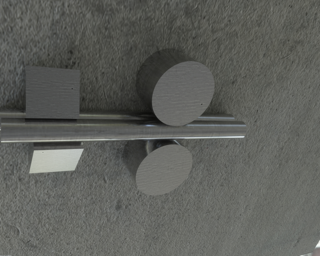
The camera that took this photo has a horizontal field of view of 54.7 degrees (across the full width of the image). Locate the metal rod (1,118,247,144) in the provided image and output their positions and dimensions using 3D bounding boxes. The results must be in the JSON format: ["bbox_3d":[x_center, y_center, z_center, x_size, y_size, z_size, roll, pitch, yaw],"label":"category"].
[{"bbox_3d":[-0.019,0.002,0.367,0.303,0.025,0.025,0,119,-28],"label":"metal rod"}]

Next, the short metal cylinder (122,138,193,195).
[{"bbox_3d":[-0.004,0.043,0.417,0.081,0.050,0.079,-14,124,-21],"label":"short metal cylinder"}]

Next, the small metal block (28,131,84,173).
[{"bbox_3d":[-0.118,0.026,0.347,0.050,0.025,0.050,0,145,-29],"label":"small metal block"}]

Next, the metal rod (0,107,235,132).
[{"bbox_3d":[-0.030,-0.009,0.386,0.303,0.025,0.025,0,119,-29],"label":"metal rod"}]

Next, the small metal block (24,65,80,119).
[{"bbox_3d":[-0.110,-0.034,0.315,0.050,0.025,0.050,0,91,-28],"label":"small metal block"}]

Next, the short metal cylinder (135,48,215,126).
[{"bbox_3d":[0.017,-0.049,0.371,0.081,0.050,0.079,-14,124,-21],"label":"short metal cylinder"}]
